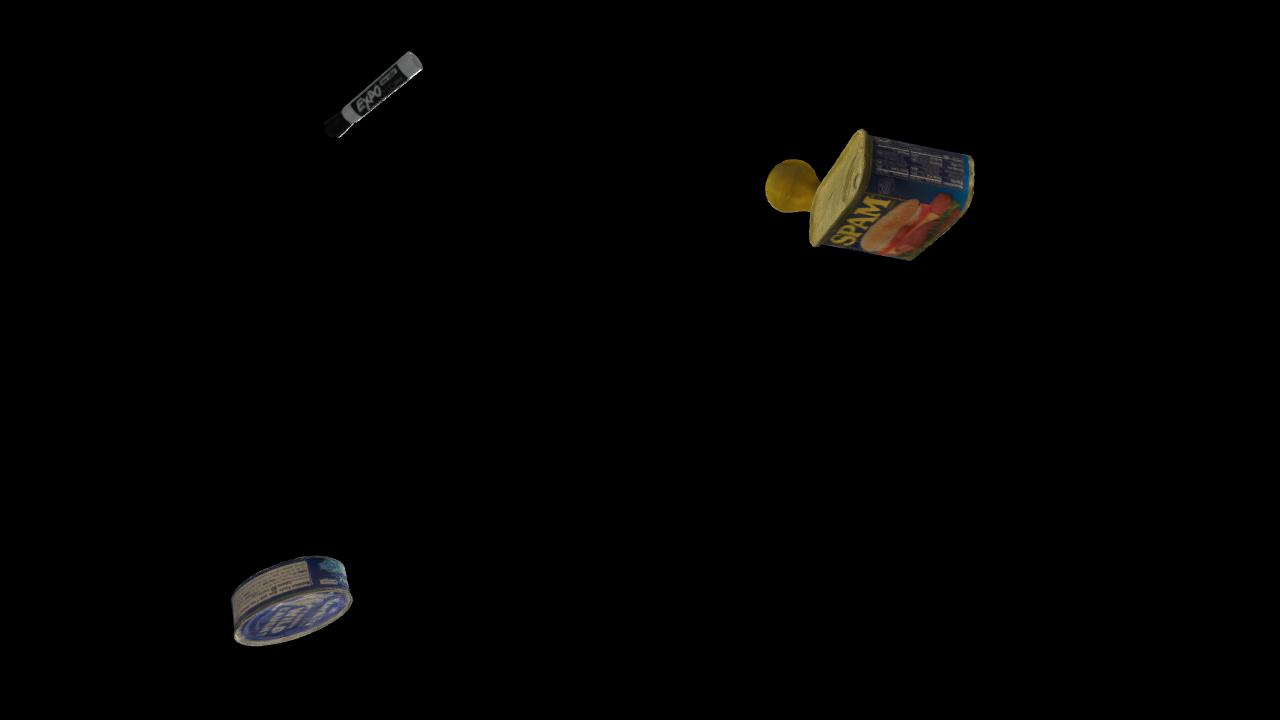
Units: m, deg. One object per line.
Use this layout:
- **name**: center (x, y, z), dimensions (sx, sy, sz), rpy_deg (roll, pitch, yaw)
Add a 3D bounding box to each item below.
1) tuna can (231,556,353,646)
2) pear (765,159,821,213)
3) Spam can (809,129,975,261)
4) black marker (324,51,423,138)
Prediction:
- **tuna can**: center (-0.282, 0.196, 0.501), dimensions (0.084, 0.034, 0.084), rpy_deg (-22, -32, -15)
- **pear**: center (0.237, -0.240, 0.888), dimensions (0.111, 0.080, 0.080), rpy_deg (33, 15, 24)
- **Spam can**: center (0.191, -0.123, 0.478), dimensions (0.085, 0.058, 0.101), rpy_deg (10, -18, -4)
- **black marker**: center (-0.260, -0.253, 0.594), dimensions (0.121, 0.020, 0.020), rpy_deg (-28, -10, 18)
